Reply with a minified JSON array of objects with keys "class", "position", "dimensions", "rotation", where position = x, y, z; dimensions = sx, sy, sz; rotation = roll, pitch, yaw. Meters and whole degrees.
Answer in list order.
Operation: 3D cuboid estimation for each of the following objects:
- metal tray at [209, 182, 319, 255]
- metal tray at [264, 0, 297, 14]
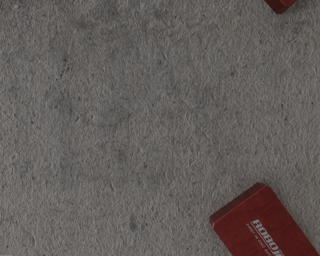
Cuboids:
[{"class":"metal tray","position":[0.139,0.150,0.409],"dimensions":[0.090,0.030,0.130],"rotation":[-36,90,0]},{"class":"metal tray","position":[0.180,-0.228,0.408],"dimensions":[0.130,0.030,0.090],"rotation":[-42,90,0]}]
